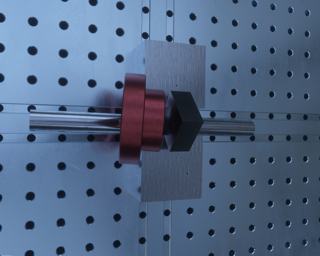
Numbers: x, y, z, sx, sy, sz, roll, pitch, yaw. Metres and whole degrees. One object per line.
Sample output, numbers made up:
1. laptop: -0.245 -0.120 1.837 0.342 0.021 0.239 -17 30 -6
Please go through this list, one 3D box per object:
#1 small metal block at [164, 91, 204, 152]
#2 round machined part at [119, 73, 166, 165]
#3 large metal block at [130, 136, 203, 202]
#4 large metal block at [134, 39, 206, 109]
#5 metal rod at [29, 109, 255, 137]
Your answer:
1. small metal block: 0.023 -0.008 0.361 0.025 0.050 0.050 1 46 -20
2. round machined part: -0.019 -0.009 0.336 0.042 0.098 0.097 4 89 -6
3. large metal block: 0.007 0.049 0.402 0.081 0.050 0.080 1 90 -20
4. large metal block: 0.011 -0.065 0.403 0.081 0.050 0.079 1 90 -20
5. metal rod: -0.008 -0.004 0.409 0.302 0.025 0.025 2 90 -20
